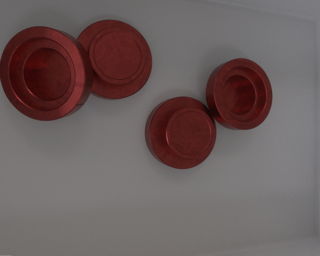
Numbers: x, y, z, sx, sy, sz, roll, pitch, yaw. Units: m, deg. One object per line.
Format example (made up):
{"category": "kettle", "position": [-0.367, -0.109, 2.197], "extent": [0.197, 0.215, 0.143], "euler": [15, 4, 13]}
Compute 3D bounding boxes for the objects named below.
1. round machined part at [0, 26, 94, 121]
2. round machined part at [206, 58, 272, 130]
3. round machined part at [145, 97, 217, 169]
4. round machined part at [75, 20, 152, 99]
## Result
{"category": "round machined part", "position": [-0.119, -0.059, 0.342], "extent": [0.098, 0.042, 0.097], "euler": [2, 100, 11]}
{"category": "round machined part", "position": [0.106, -0.045, 0.438], "extent": [0.099, 0.042, 0.097], "euler": [1, 88, -24]}
{"category": "round machined part", "position": [0.033, 0.007, 0.414], "extent": [0.099, 0.042, 0.097], "euler": [0, 90, -20]}
{"category": "round machined part", "position": [-0.056, -0.085, 0.381], "extent": [0.099, 0.042, 0.097], "euler": [0, 90, -20]}
